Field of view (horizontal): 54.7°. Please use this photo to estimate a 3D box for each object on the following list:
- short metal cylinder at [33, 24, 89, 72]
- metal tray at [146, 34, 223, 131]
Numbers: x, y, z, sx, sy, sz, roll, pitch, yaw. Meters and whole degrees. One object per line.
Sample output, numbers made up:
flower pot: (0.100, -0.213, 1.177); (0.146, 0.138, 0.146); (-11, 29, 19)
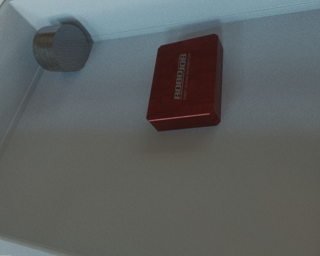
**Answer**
short metal cylinder: (-0.173, -0.139, 0.544); (0.050, 0.080, 0.080); (7, 65, 31)
metal tray: (0.036, -0.062, 0.421); (0.090, 0.030, 0.130); (-6, 59, 24)
